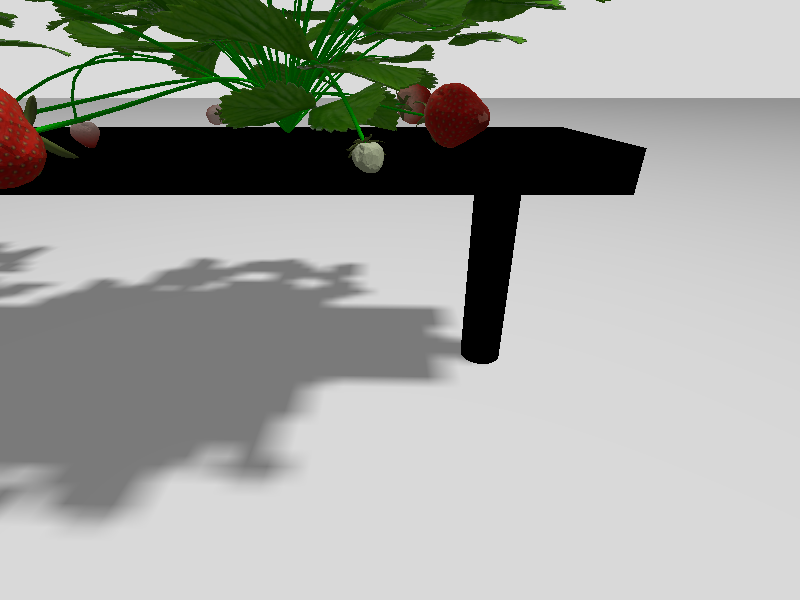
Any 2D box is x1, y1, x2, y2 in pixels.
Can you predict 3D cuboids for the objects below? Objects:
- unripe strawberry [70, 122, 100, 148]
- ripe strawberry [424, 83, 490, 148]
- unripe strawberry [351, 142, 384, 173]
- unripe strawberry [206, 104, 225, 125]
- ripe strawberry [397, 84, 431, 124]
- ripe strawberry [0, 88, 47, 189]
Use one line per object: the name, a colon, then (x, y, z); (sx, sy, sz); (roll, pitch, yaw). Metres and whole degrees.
unripe strawberry: (-0.188, -0.099, 0.240); (0.015, 0.015, 0.016); (-24, 36, -37)
ripe strawberry: (0.033, -0.105, 0.230); (0.035, 0.034, 0.038); (21, 34, 33)
unripe strawberry: (-0.013, -0.059, 0.168); (0.014, 0.012, 0.012); (-12, -16, -21)
unripe strawberry: (-0.174, -0.176, 0.381); (0.020, 0.017, 0.020); (21, 34, 34)
ripe strawberry: (0.017, -0.204, 0.416); (0.037, 0.039, 0.040); (24, 36, 38)
ripe strawberry: (-0.146, -0.056, 0.137); (0.031, 0.036, 0.034); (7, 30, 14)
